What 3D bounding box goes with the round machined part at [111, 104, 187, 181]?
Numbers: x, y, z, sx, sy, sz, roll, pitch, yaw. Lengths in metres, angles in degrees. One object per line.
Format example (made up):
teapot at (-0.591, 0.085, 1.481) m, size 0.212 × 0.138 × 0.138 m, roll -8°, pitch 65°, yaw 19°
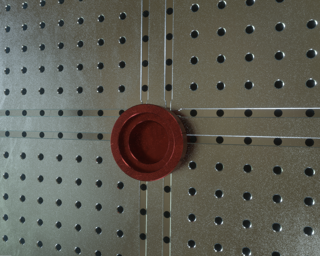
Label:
round machined part at (-0.011, 0.018, 0.407) m, size 0.098 × 0.042 × 0.097 m, roll 0°, pitch 90°, yaw 19°
